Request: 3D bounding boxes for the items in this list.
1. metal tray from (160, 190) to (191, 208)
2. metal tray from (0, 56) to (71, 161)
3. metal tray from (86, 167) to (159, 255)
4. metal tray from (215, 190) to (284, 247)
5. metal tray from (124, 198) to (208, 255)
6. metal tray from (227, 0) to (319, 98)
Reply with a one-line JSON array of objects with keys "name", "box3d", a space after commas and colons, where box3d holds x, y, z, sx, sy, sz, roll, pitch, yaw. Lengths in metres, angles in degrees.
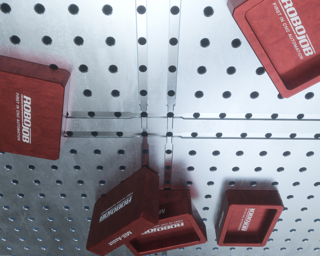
[{"name": "metal tray", "box3d": [0.007, 0.162, 0.545, 0.090, 0.030, 0.129, -1, 130, 1]}, {"name": "metal tray", "box3d": [-0.167, -0.020, 0.390, 0.091, 0.030, 0.129, 11, 129, -10]}, {"name": "metal tray", "box3d": [-0.057, 0.129, 0.477, 0.030, 0.090, 0.130, 37, 121, -27]}, {"name": "metal tray", "box3d": [0.153, 0.162, 0.547, 0.091, 0.030, 0.129, 1, 130, -2]}, {"name": "metal tray", "box3d": [0.002, 0.165, 0.508, 0.130, 0.030, 0.090, -17, 128, 13]}, {"name": "metal tray", "box3d": [0.141, -0.101, 0.322, 0.090, 0.030, 0.130, -30, 124, 23]}]
